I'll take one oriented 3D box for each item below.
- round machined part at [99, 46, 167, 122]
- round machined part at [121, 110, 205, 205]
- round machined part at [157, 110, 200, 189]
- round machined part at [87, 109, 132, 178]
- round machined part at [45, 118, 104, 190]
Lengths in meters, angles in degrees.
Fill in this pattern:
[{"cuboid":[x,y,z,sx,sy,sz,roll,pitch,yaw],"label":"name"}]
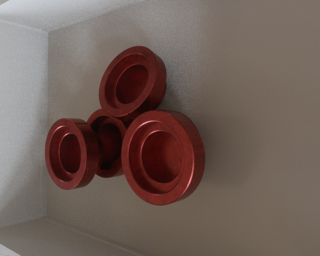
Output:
[{"cuboid":[-0.031,-0.054,0.407,0.098,0.042,0.098,-15,63,33],"label":"round machined part"},{"cuboid":[0.007,0.030,0.334,0.098,0.042,0.097,0,90,40],"label":"round machined part"},{"cuboid":[0.012,0.027,0.385,0.098,0.042,0.097,0,90,40],"label":"round machined part"},{"cuboid":[-0.065,0.021,0.448,0.098,0.042,0.097,0,90,40],"label":"round machined part"},{"cuboid":[-0.117,0.035,0.436,0.098,0.042,0.097,0,90,40],"label":"round machined part"}]
